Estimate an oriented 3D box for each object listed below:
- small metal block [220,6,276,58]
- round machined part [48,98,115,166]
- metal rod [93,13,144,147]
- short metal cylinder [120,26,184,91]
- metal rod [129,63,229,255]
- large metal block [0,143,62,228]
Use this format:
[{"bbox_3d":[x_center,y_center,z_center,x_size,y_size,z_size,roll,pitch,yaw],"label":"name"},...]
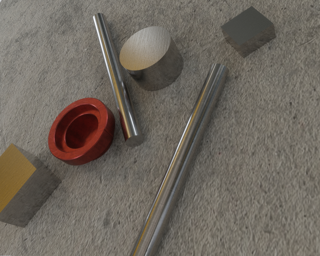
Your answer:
[{"bbox_3d":[0.119,-0.131,0.421,0.050,0.025,0.050,-33,52,6],"label":"small metal block"},{"bbox_3d":[-0.105,0.009,0.441,0.098,0.042,0.098,-13,56,20],"label":"round machined part"},{"bbox_3d":[-0.074,-0.095,0.498,0.025,0.025,0.299,-28,52,10],"label":"metal rod"},{"bbox_3d":[-0.012,-0.101,0.455,0.080,0.050,0.080,-13,56,20],"label":"short metal cylinder"},{"bbox_3d":[0.020,0.052,0.360,0.025,0.025,0.300,12,68,33],"label":"metal rod"},{"bbox_3d":[-0.203,0.081,0.442,0.080,0.050,0.080,30,78,37],"label":"large metal block"}]
